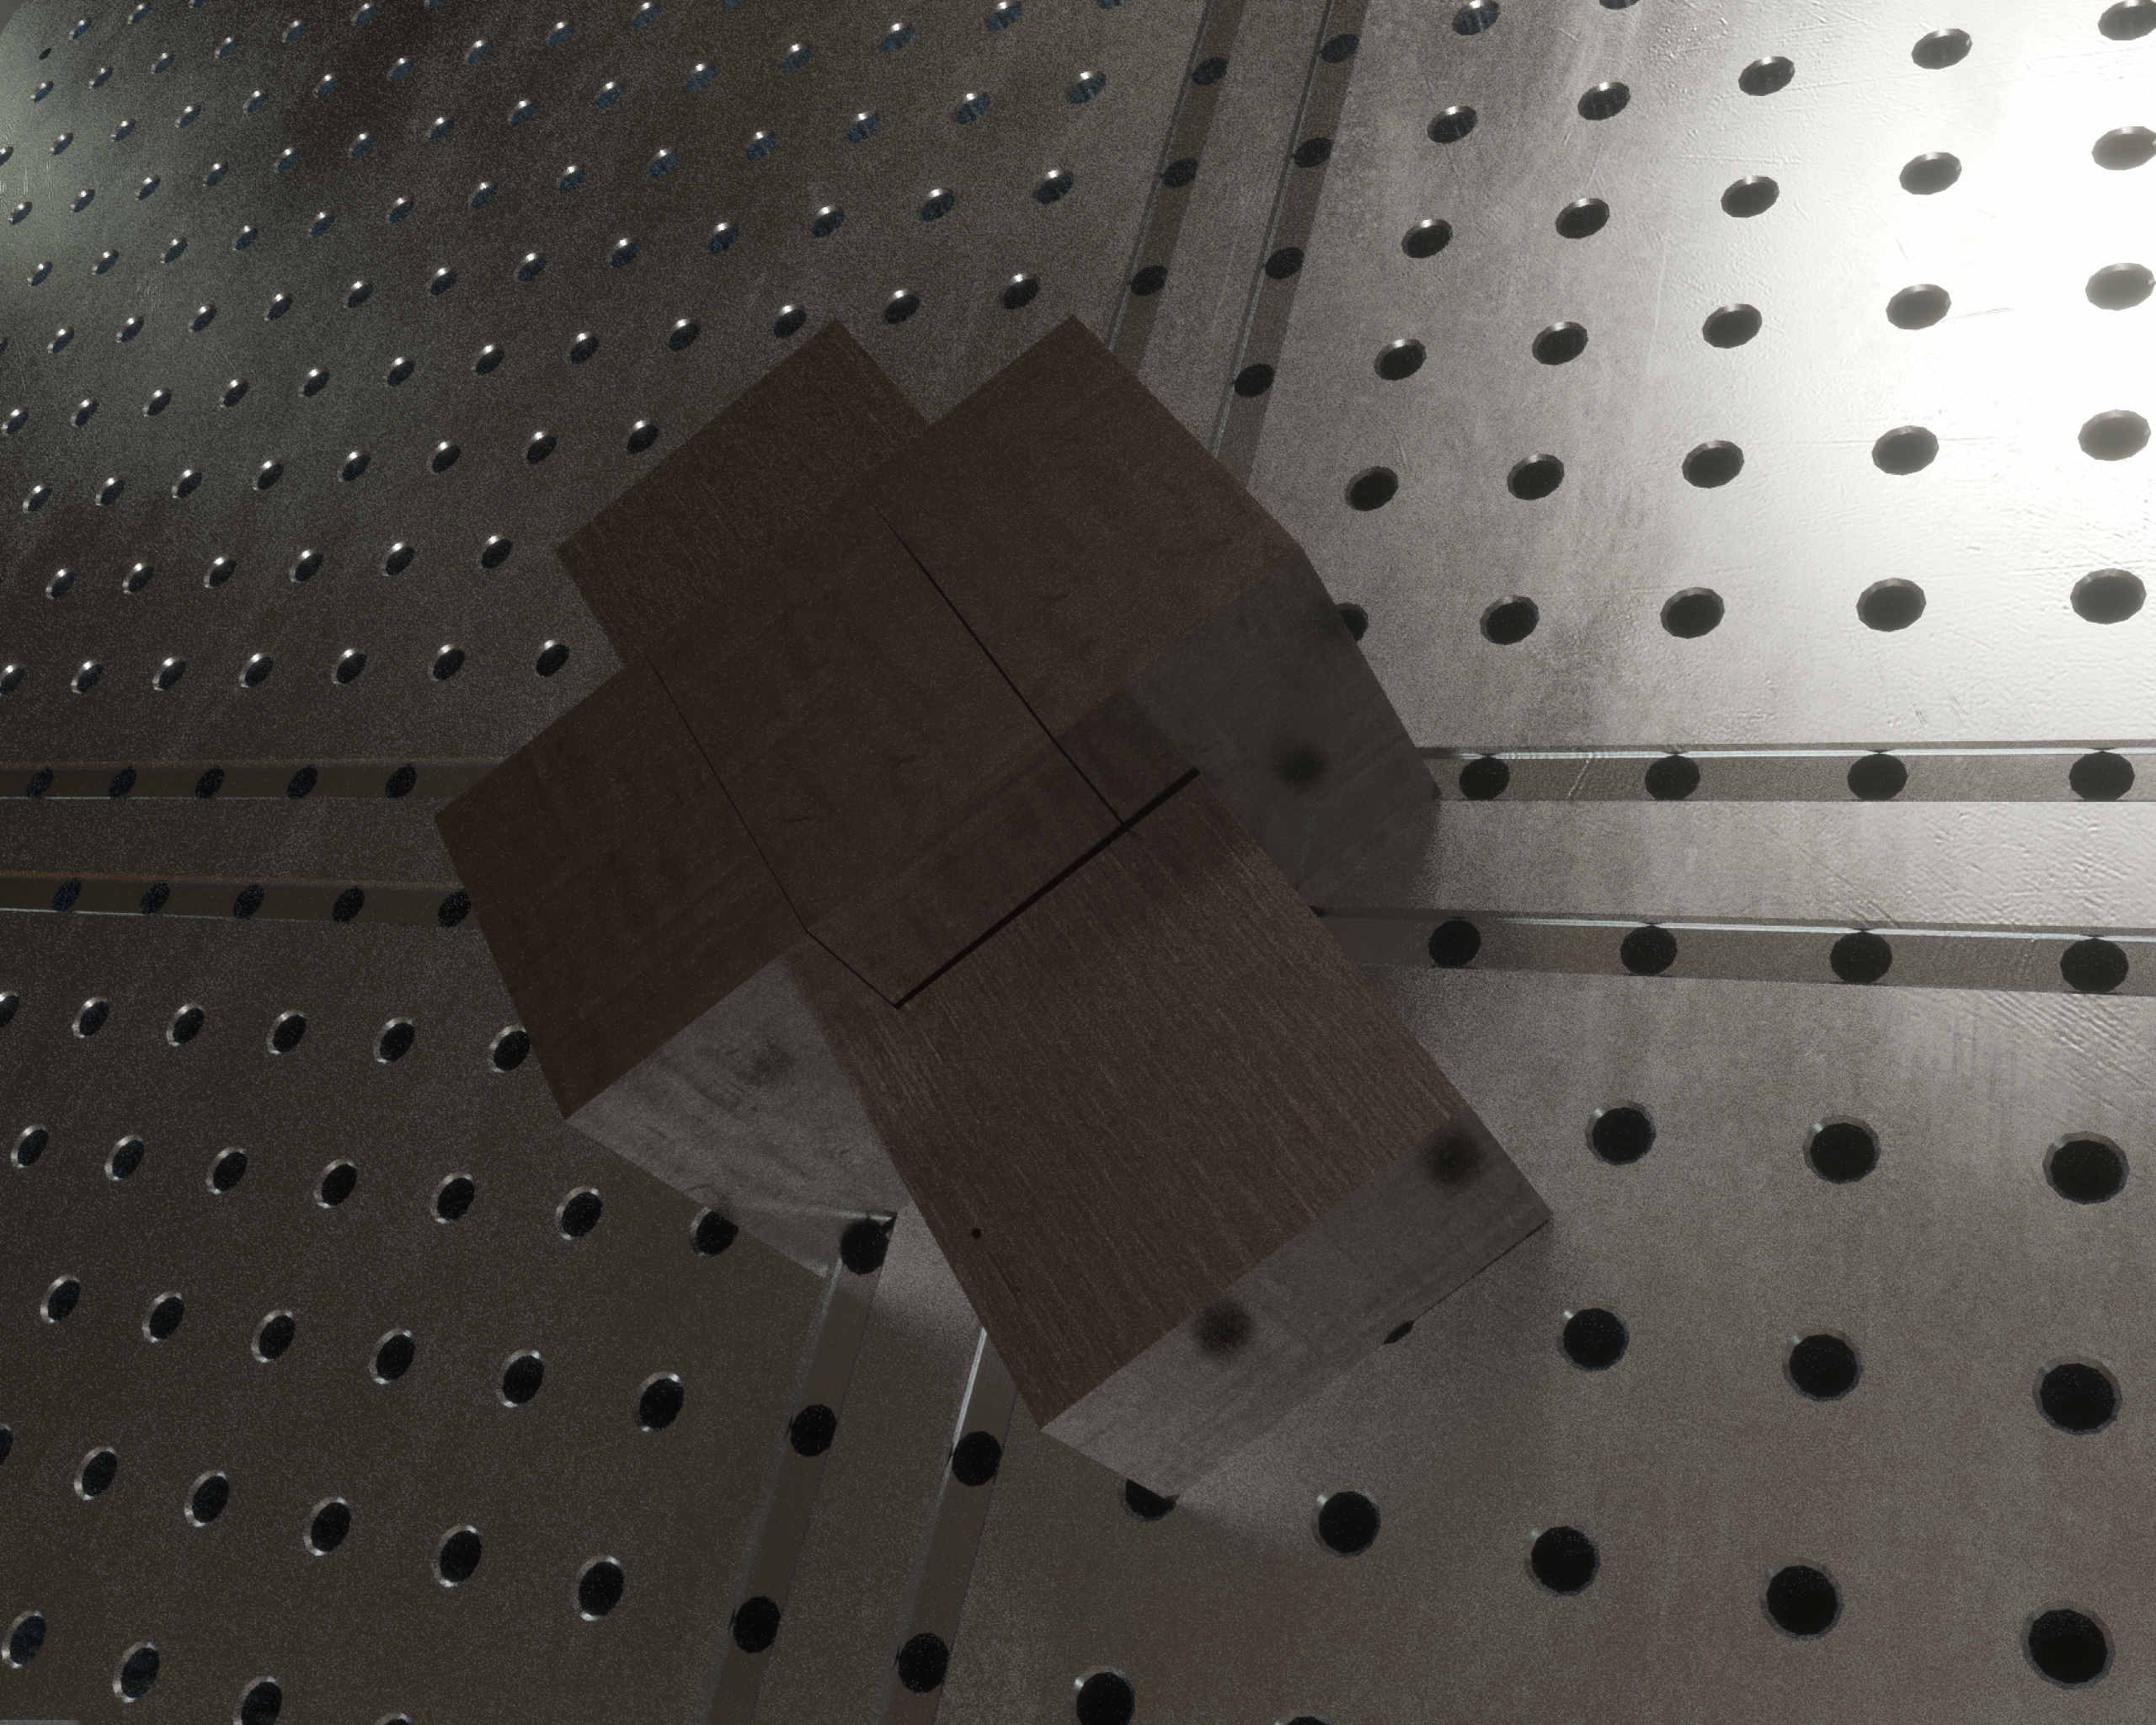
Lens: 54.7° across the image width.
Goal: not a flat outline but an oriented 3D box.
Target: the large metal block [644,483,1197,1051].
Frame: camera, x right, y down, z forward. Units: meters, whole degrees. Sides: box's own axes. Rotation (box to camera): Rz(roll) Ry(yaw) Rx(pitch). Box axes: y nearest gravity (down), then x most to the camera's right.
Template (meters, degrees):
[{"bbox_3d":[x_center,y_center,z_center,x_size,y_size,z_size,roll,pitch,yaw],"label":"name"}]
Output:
[{"bbox_3d":[-0.026,-0.011,0.392,0.050,0.080,0.080,-38,51,3],"label":"large metal block"}]

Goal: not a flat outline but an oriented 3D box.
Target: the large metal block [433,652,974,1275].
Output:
[{"bbox_3d":[-0.065,0.020,0.394,0.050,0.080,0.080,-38,51,3],"label":"large metal block"}]

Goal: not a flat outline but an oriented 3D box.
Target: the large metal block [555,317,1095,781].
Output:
[{"bbox_3d":[-0.054,-0.058,0.451,0.080,0.050,0.080,-39,51,2],"label":"large metal block"}]

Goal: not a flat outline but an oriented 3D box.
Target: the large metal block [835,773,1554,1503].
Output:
[{"bbox_3d":[0.018,0.046,0.353,0.080,0.050,0.080,-38,51,3],"label":"large metal block"}]

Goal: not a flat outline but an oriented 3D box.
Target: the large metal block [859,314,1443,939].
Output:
[{"bbox_3d":[0.014,-0.042,0.390,0.050,0.080,0.080,-38,51,3],"label":"large metal block"}]
